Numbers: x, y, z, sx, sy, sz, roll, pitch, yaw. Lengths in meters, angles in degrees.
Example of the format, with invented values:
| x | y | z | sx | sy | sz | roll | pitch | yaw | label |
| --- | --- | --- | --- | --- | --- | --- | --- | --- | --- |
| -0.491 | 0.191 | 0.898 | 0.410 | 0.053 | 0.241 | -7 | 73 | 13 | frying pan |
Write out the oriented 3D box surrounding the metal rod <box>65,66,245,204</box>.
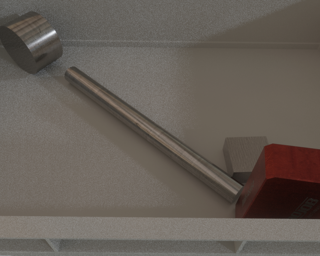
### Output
| x | y | z | sx | sy | sz | roll | pitch | yaw | label |
| --- | --- | --- | --- | --- | --- | --- | --- | --- | --- |
| -0.024 | -0.004 | 0.408 | 0.300 | 0.025 | 0.025 | 35 | 58 | 25 | metal rod |

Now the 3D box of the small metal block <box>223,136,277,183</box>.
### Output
| x | y | z | sx | sy | sz | roll | pitch | yaw | label |
| --- | --- | --- | --- | --- | --- | --- | --- | --- | --- |
| 0.107 | 0.038 | 0.375 | 0.050 | 0.025 | 0.050 | -2 | 50 | -2 | small metal block |

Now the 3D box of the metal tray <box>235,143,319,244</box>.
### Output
| x | y | z | sx | sy | sz | roll | pitch | yaw | label |
| --- | --- | --- | --- | --- | --- | --- | --- | --- | --- |
| 0.126 | 0.066 | 0.282 | 0.090 | 0.129 | 0.030 | 7 | 54 | 5 | metal tray |

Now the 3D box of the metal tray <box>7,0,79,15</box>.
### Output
| x | y | z | sx | sy | sz | roll | pitch | yaw | label |
| --- | --- | --- | --- | --- | --- | --- | --- | --- | --- |
| -0.234 | -0.276 | 0.632 | 0.131 | 0.030 | 0.090 | 11 | 51 | 8 | metal tray |

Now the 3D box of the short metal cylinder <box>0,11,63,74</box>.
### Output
| x | y | z | sx | sy | sz | roll | pitch | yaw | label |
| --- | --- | --- | --- | --- | --- | --- | --- | --- | --- |
| -0.198 | -0.130 | 0.476 | 0.080 | 0.080 | 0.050 | 30 | 56 | 22 | short metal cylinder |
